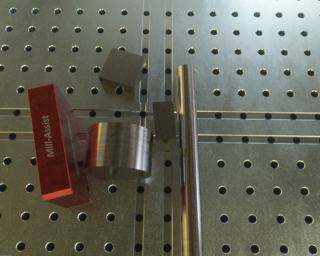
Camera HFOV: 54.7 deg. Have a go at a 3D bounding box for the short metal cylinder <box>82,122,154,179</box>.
[{"bbox_3d":[-0.049,0.030,0.371,0.081,0.080,0.050,2,70,0],"label":"short metal cylinder"}]

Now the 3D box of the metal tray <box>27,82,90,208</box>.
[{"bbox_3d":[-0.118,0.023,0.367,0.030,0.090,0.130,-14,71,-5],"label":"metal tray"}]

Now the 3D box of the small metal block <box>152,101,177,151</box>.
[{"bbox_3d":[0.005,-0.001,0.399,0.025,0.050,0.050,-5,70,-2],"label":"small metal block"}]

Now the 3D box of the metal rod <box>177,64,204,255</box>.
[{"bbox_3d":[0.038,0.056,0.391,0.025,0.025,0.299,0,70,0],"label":"metal rod"}]

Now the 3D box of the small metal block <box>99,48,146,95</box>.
[{"bbox_3d":[-0.052,-0.081,0.441,0.050,0.025,0.050,17,71,6],"label":"small metal block"}]
